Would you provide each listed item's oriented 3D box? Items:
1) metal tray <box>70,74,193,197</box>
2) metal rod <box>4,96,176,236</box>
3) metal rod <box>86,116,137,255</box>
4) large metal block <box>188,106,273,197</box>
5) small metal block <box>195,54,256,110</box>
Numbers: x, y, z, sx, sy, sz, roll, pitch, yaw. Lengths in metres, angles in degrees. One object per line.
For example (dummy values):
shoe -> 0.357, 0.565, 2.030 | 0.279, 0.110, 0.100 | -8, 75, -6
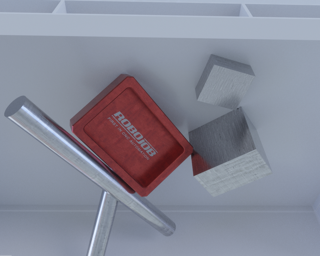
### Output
metal tray -> -0.031, 0.011, 0.376 | 0.090, 0.030, 0.130 | -44, 115, -5
metal rod -> -0.059, 0.067, 0.377 | 0.025, 0.025, 0.300 | -23, 134, 18
metal rod -> -0.076, 0.127, 0.422 | 0.025, 0.025, 0.298 | 13, 99, -11
large metal block -> 0.087, 0.030, 0.400 | 0.080, 0.080, 0.050 | -28, 125, 21
small metal block -> 0.075, -0.053, 0.365 | 0.050, 0.025, 0.050 | 13, 129, -12
